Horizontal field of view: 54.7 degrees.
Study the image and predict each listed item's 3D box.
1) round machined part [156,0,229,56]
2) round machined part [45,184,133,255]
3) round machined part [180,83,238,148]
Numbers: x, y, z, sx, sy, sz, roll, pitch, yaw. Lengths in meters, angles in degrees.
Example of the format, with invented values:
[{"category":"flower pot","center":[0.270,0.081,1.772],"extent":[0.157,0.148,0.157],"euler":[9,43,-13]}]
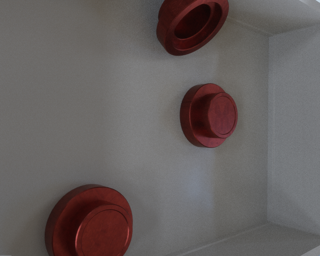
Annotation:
[{"category":"round machined part","center":[0.037,-0.145,0.405],"extent":[0.099,0.097,0.042],"euler":[-14,62,-39]},{"category":"round machined part","center":[-0.070,0.113,0.339],"extent":[0.099,0.042,0.097],"euler":[0,90,-40]},{"category":"round machined part","center":[0.079,-0.019,0.465],"extent":[0.099,0.042,0.097],"euler":[0,90,-40]}]
